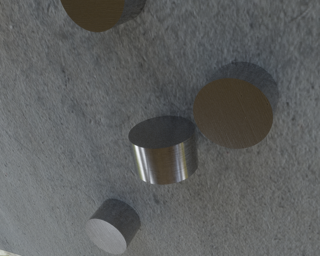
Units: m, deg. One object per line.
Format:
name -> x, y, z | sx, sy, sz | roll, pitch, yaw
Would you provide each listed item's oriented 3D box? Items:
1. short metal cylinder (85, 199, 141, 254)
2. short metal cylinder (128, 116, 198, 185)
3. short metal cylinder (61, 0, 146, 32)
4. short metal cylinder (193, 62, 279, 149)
short metal cylinder -> -0.081, 0.170, 0.536 | 0.080, 0.050, 0.079 | 13, 124, 20
short metal cylinder -> 0.005, 0.025, 0.383 | 0.080, 0.080, 0.050 | 5, 121, 25
short metal cylinder -> -0.060, -0.148, 0.329 | 0.080, 0.050, 0.079 | 13, 124, 20
short metal cylinder -> 0.082, -0.025, 0.332 | 0.080, 0.050, 0.079 | 13, 124, 20
